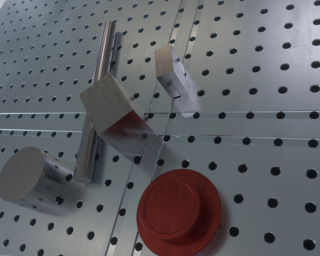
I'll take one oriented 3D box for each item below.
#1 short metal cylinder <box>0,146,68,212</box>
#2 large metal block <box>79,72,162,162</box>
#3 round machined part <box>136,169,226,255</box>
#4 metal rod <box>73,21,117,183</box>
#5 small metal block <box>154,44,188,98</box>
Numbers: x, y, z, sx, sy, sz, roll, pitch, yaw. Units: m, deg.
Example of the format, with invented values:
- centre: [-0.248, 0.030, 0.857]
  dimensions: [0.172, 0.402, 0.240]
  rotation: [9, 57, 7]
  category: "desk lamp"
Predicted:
- centre: [-0.180, 0.073, 0.442]
  dimensions: [0.080, 0.050, 0.080]
  rotation: [-13, 56, 21]
  category: "short metal cylinder"
- centre: [-0.051, -0.013, 0.408]
  dimensions: [0.050, 0.080, 0.080]
  rotation: [-37, 51, 4]
  category: "large metal block"
- centre: [0.017, 0.089, 0.334]
  dimensions: [0.098, 0.042, 0.098]
  rotation: [-13, 56, 21]
  category: "round machined part"
- centre: [-0.099, -0.058, 0.495]
  dimensions: [0.025, 0.025, 0.299]
  rotation: [-11, 57, 22]
  category: "metal rod"
- centre: [0.015, -0.078, 0.432]
  dimensions: [0.025, 0.050, 0.050]
  rotation: [-17, 55, 19]
  category: "small metal block"
